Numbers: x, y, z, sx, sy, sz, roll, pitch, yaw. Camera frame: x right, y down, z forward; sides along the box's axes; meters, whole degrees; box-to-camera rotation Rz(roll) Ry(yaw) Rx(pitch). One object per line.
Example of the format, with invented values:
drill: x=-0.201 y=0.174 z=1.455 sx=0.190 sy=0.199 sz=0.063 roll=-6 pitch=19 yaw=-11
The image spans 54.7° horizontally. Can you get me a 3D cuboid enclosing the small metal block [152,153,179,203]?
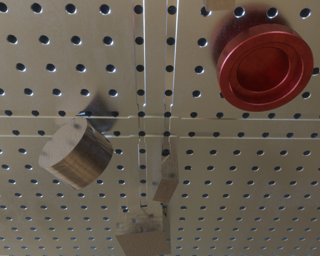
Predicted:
small metal block: x=0.007 y=0.074 z=0.459 sx=0.025 sy=0.050 sz=0.050 roll=12 pitch=129 yaw=-10

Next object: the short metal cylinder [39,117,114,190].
short metal cylinder: x=-0.108 y=0.032 z=0.401 sx=0.080 sy=0.080 sz=0.050 roll=-27 pitch=125 yaw=21

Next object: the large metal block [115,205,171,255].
large metal block: x=-0.027 y=0.186 z=0.554 sx=0.080 sy=0.050 sz=0.080 roll=-9 pitch=130 yaw=7

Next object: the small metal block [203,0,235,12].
small metal block: x=0.052 y=-0.139 z=0.278 sx=0.025 sy=0.050 sz=0.050 roll=-4 pitch=130 yaw=2

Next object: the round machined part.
round machined part: x=0.112 y=-0.069 z=0.344 sx=0.099 sy=0.042 sz=0.097 roll=-1 pitch=130 yaw=0
